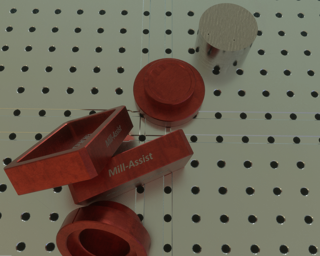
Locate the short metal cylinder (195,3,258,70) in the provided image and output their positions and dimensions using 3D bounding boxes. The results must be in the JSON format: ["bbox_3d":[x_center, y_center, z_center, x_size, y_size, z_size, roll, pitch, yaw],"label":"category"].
[{"bbox_3d":[0.094,-0.131,0.448,0.081,0.050,0.080,0,70,0],"label":"short metal cylinder"}]

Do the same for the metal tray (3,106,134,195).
[{"bbox_3d":[-0.091,0.018,0.340,0.090,0.130,0.030,-14,108,16],"label":"metal tray"}]

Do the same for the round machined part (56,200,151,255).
[{"bbox_3d":[-0.058,0.118,0.339,0.099,0.097,0.042,11,35,3],"label":"round machined part"}]

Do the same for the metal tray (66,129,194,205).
[{"bbox_3d":[-0.031,0.049,0.357,0.131,0.090,0.030,-22,76,-8],"label":"metal tray"}]

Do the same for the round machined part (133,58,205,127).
[{"bbox_3d":[0.013,-0.054,0.423,0.099,0.042,0.098,0,70,0],"label":"round machined part"}]
